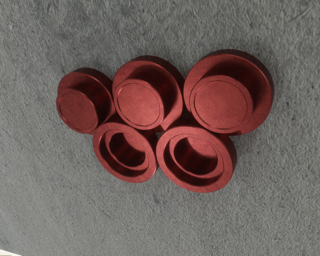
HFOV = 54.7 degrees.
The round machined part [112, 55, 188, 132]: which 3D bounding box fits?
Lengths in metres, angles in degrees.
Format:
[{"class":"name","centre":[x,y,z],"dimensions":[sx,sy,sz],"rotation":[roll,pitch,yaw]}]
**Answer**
[{"class":"round machined part","centre":[-0.017,-0.037,0.383],"dimensions":[0.098,0.042,0.097],"rotation":[13,124,20]}]

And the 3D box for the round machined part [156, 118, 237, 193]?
[{"class":"round machined part","centre":[0.048,0.030,0.390],"dimensions":[0.098,0.042,0.097],"rotation":[13,124,20]}]

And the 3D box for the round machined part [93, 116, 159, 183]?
[{"class":"round machined part","centre":[-0.041,0.026,0.433],"dimensions":[0.098,0.042,0.097],"rotation":[13,124,20]}]

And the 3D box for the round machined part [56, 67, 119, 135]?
[{"class":"round machined part","centre":[-0.104,-0.031,0.431],"dimensions":[0.098,0.042,0.097],"rotation":[13,124,20]}]

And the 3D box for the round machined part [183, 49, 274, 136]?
[{"class":"round machined part","centre":[0.071,-0.033,0.339],"dimensions":[0.098,0.042,0.097],"rotation":[13,124,20]}]
